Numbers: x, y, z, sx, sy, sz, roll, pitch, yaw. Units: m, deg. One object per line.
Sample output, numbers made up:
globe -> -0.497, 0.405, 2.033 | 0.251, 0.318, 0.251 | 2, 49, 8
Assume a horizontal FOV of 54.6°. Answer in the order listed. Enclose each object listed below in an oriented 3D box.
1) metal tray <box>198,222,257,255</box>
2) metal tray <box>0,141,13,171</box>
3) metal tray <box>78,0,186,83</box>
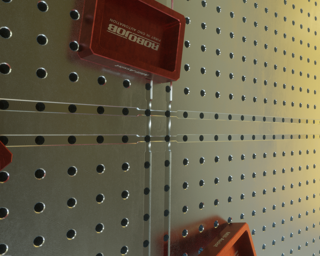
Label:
metal tray -> 0.105, 0.209, 0.463 | 0.131, 0.030, 0.090 | -16, 90, -53
metal tray -> -0.197, 0.005, 0.240 | 0.090, 0.030, 0.130 | -46, 118, -30
metal tray -> -0.028, -0.114, 0.380 | 0.131, 0.030, 0.090 | 11, 83, -39
